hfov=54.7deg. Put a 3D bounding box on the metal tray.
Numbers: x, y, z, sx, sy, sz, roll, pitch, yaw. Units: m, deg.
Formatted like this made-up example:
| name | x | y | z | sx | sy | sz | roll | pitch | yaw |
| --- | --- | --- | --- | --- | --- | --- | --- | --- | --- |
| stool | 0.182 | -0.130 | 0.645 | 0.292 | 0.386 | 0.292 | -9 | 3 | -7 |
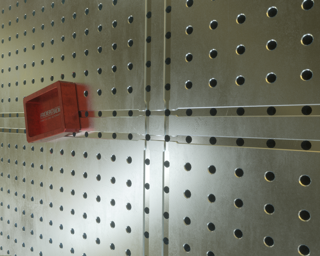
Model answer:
| name | x | y | z | sx | sy | sz | roll | pitch | yaw |
| --- | --- | --- | --- | --- | --- | --- | --- | --- | --- |
| metal tray | -0.202 | -0.026 | 0.569 | 0.130 | 0.030 | 0.090 | -14 | 81 | 38 |
